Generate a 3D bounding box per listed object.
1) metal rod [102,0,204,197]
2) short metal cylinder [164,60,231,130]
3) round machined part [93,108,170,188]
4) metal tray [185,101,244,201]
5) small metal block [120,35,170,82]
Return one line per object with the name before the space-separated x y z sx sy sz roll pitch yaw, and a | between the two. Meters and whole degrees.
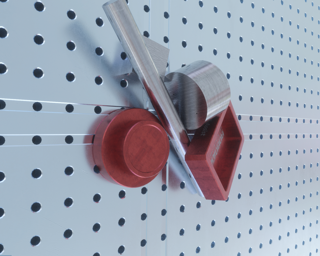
metal rod | 0.010 -0.018 0.398 0.025 0.025 0.299 -47 126 -30
short metal cylinder | 0.046 -0.044 0.414 0.050 0.080 0.080 -32 110 -36
round machined part | -0.027 0.024 0.376 0.099 0.042 0.097 0 90 -40
metal tray | 0.085 0.028 0.452 0.090 0.030 0.130 61 40 -31
small metal block | -0.018 -0.085 0.396 0.050 0.025 0.050 17 79 -39
